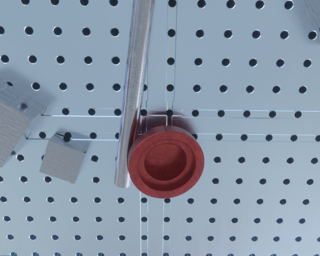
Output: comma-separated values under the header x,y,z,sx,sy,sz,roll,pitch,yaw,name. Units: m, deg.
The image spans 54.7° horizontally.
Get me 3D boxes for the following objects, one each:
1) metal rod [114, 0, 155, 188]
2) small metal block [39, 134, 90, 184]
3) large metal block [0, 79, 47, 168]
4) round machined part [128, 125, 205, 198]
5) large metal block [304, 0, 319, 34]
x,y,z,sx,sy,sz,roll,pitch,yaw,name
-0.032,-0.060,0.390,0.025,0.025,0.298,8,110,-3,metal rod
-0.132,0.042,0.428,0.050,0.025,0.050,21,109,-8,small metal block
-0.208,-0.010,0.394,0.080,0.050,0.080,34,106,-12,large metal block
0.006,0.041,0.415,0.099,0.042,0.097,-3,112,-8,round machined part
0.220,-0.147,0.348,0.080,0.050,0.080,-31,107,10,large metal block
